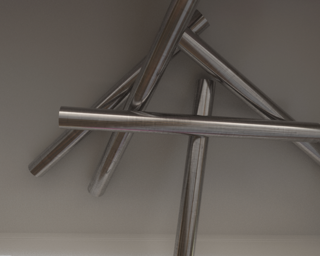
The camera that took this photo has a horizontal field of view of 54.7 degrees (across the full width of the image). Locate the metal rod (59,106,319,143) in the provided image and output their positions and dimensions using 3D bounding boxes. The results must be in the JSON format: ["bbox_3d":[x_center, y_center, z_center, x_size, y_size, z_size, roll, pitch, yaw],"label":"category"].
[{"bbox_3d":[0.041,-0.003,0.358,0.302,0.025,0.025,3,110,-8],"label":"metal rod"}]

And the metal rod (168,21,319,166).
[{"bbox_3d":[0.129,-0.028,0.387,0.301,0.025,0.025,35,106,-18],"label":"metal rod"}]

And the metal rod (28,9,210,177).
[{"bbox_3d":[-0.061,-0.036,0.397,0.300,0.025,0.025,-40,105,13],"label":"metal rod"}]

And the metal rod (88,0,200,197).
[{"bbox_3d":[-0.030,-0.024,0.368,0.025,0.025,0.298,24,121,-9],"label":"metal rod"}]

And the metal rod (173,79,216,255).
[{"bbox_3d":[0.038,0.088,0.376,0.025,0.025,0.298,8,84,-3],"label":"metal rod"}]
